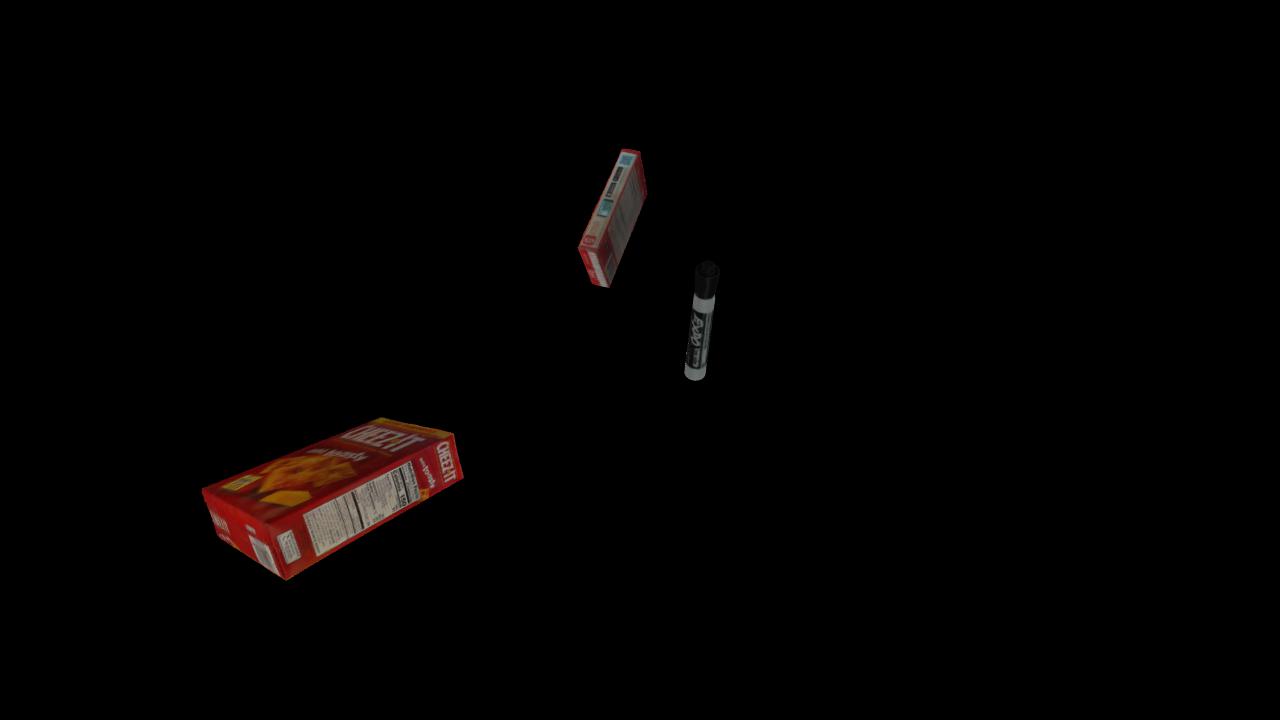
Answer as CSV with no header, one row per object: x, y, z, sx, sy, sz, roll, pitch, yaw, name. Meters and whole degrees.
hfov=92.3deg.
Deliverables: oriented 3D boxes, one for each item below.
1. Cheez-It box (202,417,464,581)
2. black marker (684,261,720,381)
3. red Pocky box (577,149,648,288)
-0.345,0.143,0.710,0.166,0.071,0.223,6,21,36,Cheez-It box
0.049,-0.030,0.498,0.020,0.020,0.121,0,-43,-1,black marker
-0.031,-0.175,0.762,0.028,0.155,0.083,14,-22,15,red Pocky box
